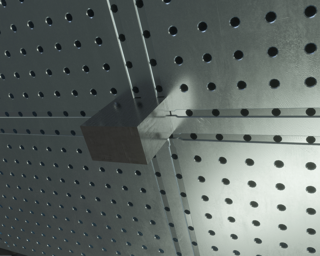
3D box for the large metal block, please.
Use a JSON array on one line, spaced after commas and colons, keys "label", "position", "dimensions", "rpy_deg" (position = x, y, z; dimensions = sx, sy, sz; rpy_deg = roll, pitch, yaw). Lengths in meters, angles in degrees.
[{"label": "large metal block", "position": [-0.039, 0.001, 0.395], "dimensions": [0.080, 0.080, 0.050], "rpy_deg": [1, 119, 27]}]
